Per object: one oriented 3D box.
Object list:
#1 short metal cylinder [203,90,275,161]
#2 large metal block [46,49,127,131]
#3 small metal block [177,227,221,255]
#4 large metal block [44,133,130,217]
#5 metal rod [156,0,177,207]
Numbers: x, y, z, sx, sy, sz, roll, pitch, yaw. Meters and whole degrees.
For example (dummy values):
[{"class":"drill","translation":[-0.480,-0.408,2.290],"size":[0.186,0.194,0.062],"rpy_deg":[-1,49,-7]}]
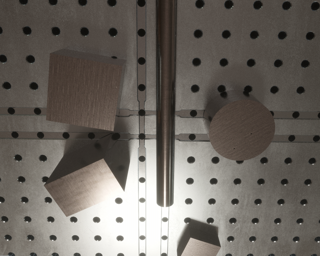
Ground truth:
[{"class":"short metal cylinder","translation":[0.100,-0.005,0.400],"size":[0.081,0.050,0.079],"rpy_deg":[0,110,-1]},{"class":"large metal block","translation":[-0.089,-0.048,0.381],"size":[0.081,0.050,0.079],"rpy_deg":[9,110,-4]},{"class":"small metal block","translation":[0.060,0.189,0.484],"size":[0.050,0.025,0.050],"rpy_deg":[20,109,-8]},{"class":"large metal block","translation":[-0.090,0.058,0.404],"size":[0.080,0.080,0.050],"rpy_deg":[-25,109,8]},{"class":"metal rod","translation":[0.008,-0.031,0.402],"size":[0.025,0.025,0.298],"rpy_deg":[0,110,-1]}]
